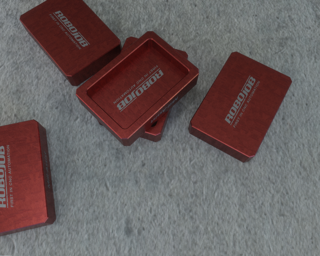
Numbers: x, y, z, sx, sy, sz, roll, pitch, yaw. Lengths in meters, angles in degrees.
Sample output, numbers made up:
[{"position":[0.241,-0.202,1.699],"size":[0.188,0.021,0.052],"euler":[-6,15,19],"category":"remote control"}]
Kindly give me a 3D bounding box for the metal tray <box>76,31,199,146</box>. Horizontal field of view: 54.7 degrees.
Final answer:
[{"position":[-0.026,-0.052,0.391],"size":[0.090,0.030,0.130],"euler":[43,75,13],"category":"metal tray"}]

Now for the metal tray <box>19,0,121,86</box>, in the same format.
[{"position":[-0.129,-0.135,0.453],"size":[0.090,0.030,0.130],"euler":[-38,75,-13],"category":"metal tray"}]

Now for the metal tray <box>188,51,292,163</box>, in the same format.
[{"position":[0.108,-0.031,0.418],"size":[0.090,0.030,0.130],"euler":[29,72,10],"category":"metal tray"}]

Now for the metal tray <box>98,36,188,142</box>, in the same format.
[{"position":[-0.023,-0.055,0.425],"size":[0.090,0.030,0.130],"euler":[17,71,6],"category":"metal tray"}]

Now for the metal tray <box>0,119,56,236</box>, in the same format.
[{"position":[-0.185,0.061,0.381],"size":[0.091,0.030,0.130],"euler":[-12,71,-5],"category":"metal tray"}]
